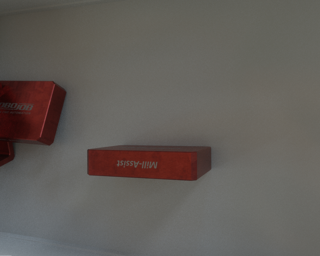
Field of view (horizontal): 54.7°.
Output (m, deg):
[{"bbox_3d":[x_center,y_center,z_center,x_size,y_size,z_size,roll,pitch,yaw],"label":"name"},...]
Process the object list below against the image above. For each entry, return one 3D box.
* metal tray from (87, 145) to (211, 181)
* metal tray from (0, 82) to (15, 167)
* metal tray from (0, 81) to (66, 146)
[{"bbox_3d":[-0.010,0.039,0.378,0.130,0.090,0.030,0,90,19],"label":"metal tray"},{"bbox_3d":[-0.264,0.000,0.448,0.030,0.090,0.129,2,107,15],"label":"metal tray"},{"bbox_3d":[-0.214,-0.025,0.467,0.130,0.030,0.090,4,73,19],"label":"metal tray"}]
